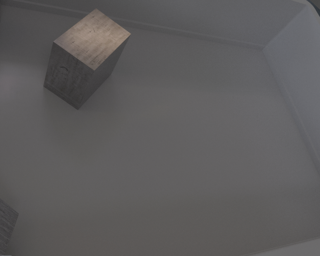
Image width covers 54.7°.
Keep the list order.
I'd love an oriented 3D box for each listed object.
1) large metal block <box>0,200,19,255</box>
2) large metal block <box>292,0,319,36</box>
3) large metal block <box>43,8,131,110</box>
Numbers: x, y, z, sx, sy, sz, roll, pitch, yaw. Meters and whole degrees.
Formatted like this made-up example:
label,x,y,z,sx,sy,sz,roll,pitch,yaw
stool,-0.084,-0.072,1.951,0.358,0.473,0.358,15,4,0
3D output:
label,x,y,z,sx,sy,sz,roll,pitch,yaw
large metal block,-0.157,0.082,0.220,0.050,0.080,0.080,-6,49,9
large metal block,0.393,-0.291,0.781,0.080,0.050,0.080,46,51,3
large metal block,-0.088,-0.081,0.372,0.050,0.080,0.080,36,51,-5
